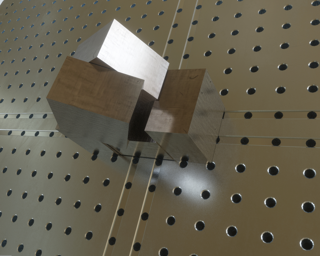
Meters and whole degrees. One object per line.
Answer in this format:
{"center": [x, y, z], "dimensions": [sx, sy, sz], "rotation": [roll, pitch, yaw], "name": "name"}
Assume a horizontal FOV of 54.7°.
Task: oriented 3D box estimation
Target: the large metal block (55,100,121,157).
{"center": [-0.083, -0.014, 0.424], "dimensions": [0.050, 0.080, 0.080], "rotation": [2, 63, 29], "name": "large metal block"}

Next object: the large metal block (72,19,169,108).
{"center": [-0.051, -0.066, 0.357], "dimensions": [0.080, 0.080, 0.050], "rotation": [-12, 53, 48], "name": "large metal block"}

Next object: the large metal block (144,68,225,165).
{"center": [0.033, -0.012, 0.361], "dimensions": [0.050, 0.080, 0.080], "rotation": [4, 64, 30], "name": "large metal block"}

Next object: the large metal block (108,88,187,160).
{"center": [-0.018, -0.008, 0.403], "dimensions": [0.080, 0.050, 0.080], "rotation": [3, 63, 29], "name": "large metal block"}

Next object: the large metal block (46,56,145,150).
{"center": [-0.066, -0.023, 0.334], "dimensions": [0.080, 0.080, 0.050], "rotation": [17, 67, -1], "name": "large metal block"}
